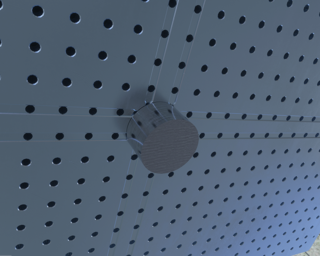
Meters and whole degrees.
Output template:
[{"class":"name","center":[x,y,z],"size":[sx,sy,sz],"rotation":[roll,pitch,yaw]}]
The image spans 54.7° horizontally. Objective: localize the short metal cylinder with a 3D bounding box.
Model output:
[{"class":"short metal cylinder","center":[0.003,0.013,0.405],"size":[0.081,0.050,0.079],"rotation":[-14,125,-21]}]
